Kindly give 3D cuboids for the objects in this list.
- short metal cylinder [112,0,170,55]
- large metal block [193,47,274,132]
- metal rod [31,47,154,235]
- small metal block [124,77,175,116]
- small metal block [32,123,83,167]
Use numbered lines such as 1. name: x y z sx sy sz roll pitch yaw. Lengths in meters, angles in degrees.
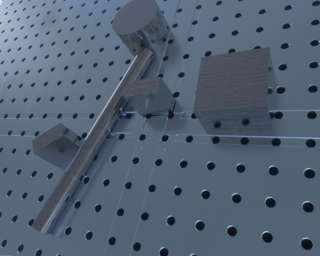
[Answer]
1. short metal cylinder: -0.030 -0.166 0.508 0.080 0.050 0.080 -13 56 20
2. large metal block: 0.091 -0.043 0.370 0.080 0.050 0.080 -3 60 26
3. metal rod: -0.088 0.007 0.448 0.025 0.025 0.300 17 70 34
4. small metal block: -0.013 -0.042 0.423 0.050 0.050 0.025 -5 60 25
5. small metal block: -0.147 0.026 0.451 0.050 0.050 0.025 -31 52 8
